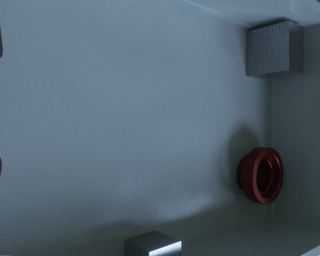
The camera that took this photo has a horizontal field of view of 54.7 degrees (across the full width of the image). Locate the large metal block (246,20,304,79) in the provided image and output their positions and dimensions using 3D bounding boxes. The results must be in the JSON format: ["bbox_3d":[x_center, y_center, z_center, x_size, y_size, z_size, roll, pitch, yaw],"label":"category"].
[{"bbox_3d":[0.200,-0.133,0.541,0.050,0.080,0.079,0,90,-40],"label":"large metal block"}]

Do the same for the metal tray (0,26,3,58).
[{"bbox_3d":[-0.141,-0.076,0.205,0.030,0.130,0.089,1,118,-13],"label":"metal tray"}]

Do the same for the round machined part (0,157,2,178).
[{"bbox_3d":[-0.153,0.046,0.227,0.042,0.098,0.098,20,76,-9],"label":"round machined part"}]

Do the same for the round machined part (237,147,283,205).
[{"bbox_3d":[0.172,0.082,0.544,0.099,0.042,0.097,0,90,-40],"label":"round machined part"}]

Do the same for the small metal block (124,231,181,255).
[{"bbox_3d":[-0.009,0.152,0.385,0.050,0.050,0.025,-1,91,-40],"label":"small metal block"}]
